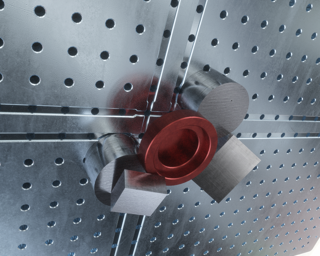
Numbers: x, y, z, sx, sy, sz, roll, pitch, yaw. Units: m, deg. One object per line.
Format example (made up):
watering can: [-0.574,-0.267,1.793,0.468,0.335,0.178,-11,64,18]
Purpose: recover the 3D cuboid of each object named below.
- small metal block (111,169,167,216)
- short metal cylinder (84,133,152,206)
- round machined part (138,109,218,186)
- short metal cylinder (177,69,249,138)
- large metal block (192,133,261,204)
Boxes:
small metal block: [-0.026,0.077,0.364,0.050,0.025,0.050,13,132,-21]
short metal cylinder: [-0.051,0.054,0.400,0.081,0.050,0.079,-14,124,-21]
round machined part: [0.019,0.020,0.385,0.099,0.042,0.097,-14,124,-21]
short metal cylinder: [0.070,-0.032,0.413,0.081,0.050,0.079,-14,124,-21]
large metal block: [0.086,0.050,0.445,0.050,0.080,0.080,43,95,-5]
